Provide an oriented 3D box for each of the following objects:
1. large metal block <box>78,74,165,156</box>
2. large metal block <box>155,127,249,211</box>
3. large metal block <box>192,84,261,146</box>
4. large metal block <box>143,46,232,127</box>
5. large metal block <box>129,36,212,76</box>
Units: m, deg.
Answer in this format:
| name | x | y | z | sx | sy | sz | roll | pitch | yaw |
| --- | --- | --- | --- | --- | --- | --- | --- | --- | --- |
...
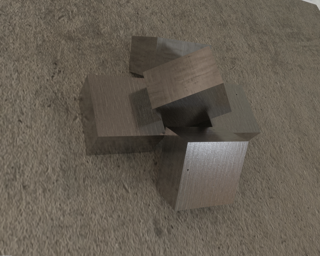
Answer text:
| name | x | y | z | sx | sy | sz | roll | pitch | yaw |
| --- | --- | --- | --- | --- | --- | --- | --- | --- | --- |
| large metal block | -0.048 | -0.015 | 0.373 | 0.081 | 0.050 | 0.080 | -1 | 62 | -29 |
| large metal block | 0.047 | 0.044 | 0.362 | 0.081 | 0.079 | 0.050 | 1 | 18 | -27 |
| large metal block | 0.084 | -0.017 | 0.444 | 0.081 | 0.050 | 0.080 | 0 | 62 | -29 |
| large metal block | 0.036 | -0.043 | 0.374 | 0.080 | 0.080 | 0.050 | -20 | 66 | 11 |
| large metal block | 0.011 | -0.096 | 0.429 | 0.081 | 0.080 | 0.050 | -1 | 106 | -29 |
